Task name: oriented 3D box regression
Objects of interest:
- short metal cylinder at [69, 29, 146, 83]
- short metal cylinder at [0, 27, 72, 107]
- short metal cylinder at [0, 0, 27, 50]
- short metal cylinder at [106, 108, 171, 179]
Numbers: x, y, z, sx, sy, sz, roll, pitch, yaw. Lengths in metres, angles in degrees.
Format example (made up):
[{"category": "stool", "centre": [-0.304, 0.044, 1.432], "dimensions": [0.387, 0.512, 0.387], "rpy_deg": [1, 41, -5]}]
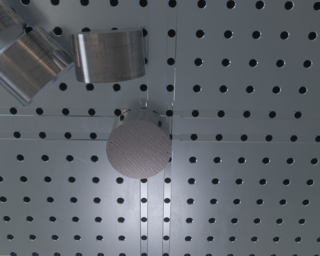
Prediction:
[{"category": "short metal cylinder", "centre": [-0.058, -0.084, 0.352], "dimensions": [0.080, 0.080, 0.050], "rpy_deg": [-3, 110, 1]}, {"category": "short metal cylinder", "centre": [-0.145, -0.069, 0.357], "dimensions": [0.080, 0.080, 0.050], "rpy_deg": [-40, 106, 13]}, {"category": "short metal cylinder", "centre": [-0.198, -0.113, 0.340], "dimensions": [0.080, 0.080, 0.050], "rpy_deg": [-34, 107, 11]}, {"category": "short metal cylinder", "centre": [-0.026, 0.020, 0.407], "dimensions": [0.081, 0.050, 0.079], "rpy_deg": [0, 110, 0]}]
